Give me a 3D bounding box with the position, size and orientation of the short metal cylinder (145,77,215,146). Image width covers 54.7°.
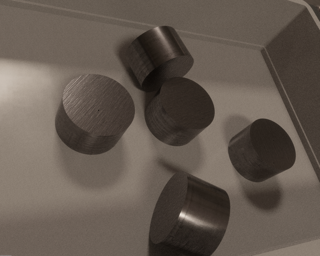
[{"bbox_3d":[0.026,-0.022,0.419,0.081,0.050,0.080,14,56,-21],"label":"short metal cylinder"}]

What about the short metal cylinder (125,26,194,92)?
[{"bbox_3d":[-0.001,-0.094,0.429,0.081,0.080,0.050,-18,72,-35],"label":"short metal cylinder"}]

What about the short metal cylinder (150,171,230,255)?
[{"bbox_3d":[0.030,0.093,0.332,0.050,0.080,0.080,26,52,-12],"label":"short metal cylinder"}]

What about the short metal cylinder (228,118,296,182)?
[{"bbox_3d":[0.148,0.033,0.452,0.081,0.050,0.080,14,56,-21],"label":"short metal cylinder"}]

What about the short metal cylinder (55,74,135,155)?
[{"bbox_3d":[-0.076,-0.015,0.359,0.081,0.050,0.080,14,56,-21],"label":"short metal cylinder"}]
